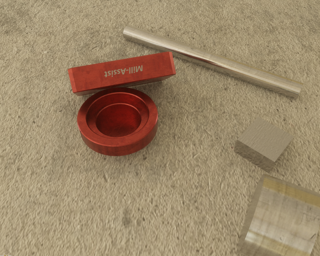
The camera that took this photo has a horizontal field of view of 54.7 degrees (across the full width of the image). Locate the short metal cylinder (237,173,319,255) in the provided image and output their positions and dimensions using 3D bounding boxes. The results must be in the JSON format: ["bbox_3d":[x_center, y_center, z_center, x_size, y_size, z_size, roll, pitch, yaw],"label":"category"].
[{"bbox_3d":[0.111,0.090,0.293,0.050,0.080,0.080,19,53,15],"label":"short metal cylinder"}]

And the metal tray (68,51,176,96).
[{"bbox_3d":[-0.053,-0.072,0.424,0.131,0.090,0.030,-12,95,-10],"label":"metal tray"}]

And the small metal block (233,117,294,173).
[{"bbox_3d":[0.129,0.020,0.387,0.050,0.025,0.050,34,58,25],"label":"small metal block"}]

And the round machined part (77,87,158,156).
[{"bbox_3d":[-0.052,-0.004,0.395,0.099,0.042,0.098,0,50,0],"label":"round machined part"}]

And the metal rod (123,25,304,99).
[{"bbox_3d":[0.073,-0.111,0.496,0.301,0.025,0.025,24,54,18],"label":"metal rod"}]
